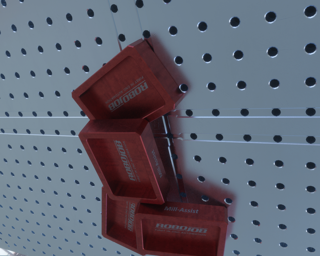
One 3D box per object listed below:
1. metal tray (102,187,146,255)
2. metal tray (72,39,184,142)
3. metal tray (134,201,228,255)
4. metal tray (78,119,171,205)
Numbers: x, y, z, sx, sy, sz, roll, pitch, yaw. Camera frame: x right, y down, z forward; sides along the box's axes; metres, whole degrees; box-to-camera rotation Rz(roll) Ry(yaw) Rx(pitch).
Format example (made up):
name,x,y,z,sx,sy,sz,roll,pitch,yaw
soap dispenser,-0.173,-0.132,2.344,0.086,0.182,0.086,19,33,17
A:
name,x,y,z,sx,sy,sz,roll,pitch,yaw
metal tray,-0.053,0.151,0.527,0.090,0.030,0.129,19,126,16
metal tray,-0.046,-0.042,0.404,0.130,0.030,0.090,-28,103,37
metal tray,0.031,0.154,0.462,0.131,0.030,0.089,4,122,7
metal tray,-0.045,0.048,0.426,0.090,0.030,0.129,-1,127,23
